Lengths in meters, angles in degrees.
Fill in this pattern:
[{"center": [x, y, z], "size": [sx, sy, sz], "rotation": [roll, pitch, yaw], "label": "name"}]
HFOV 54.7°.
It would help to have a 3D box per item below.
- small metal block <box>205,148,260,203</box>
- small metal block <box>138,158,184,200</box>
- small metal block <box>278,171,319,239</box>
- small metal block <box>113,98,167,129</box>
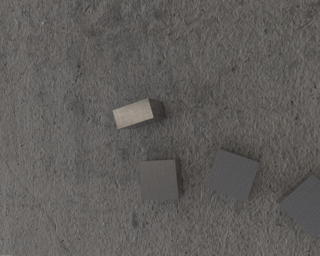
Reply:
[{"center": [0.089, 0.056, 0.377], "size": [0.050, 0.025, 0.050], "rotation": [19, 96, 19], "label": "small metal block"}, {"center": [0.002, 0.066, 0.408], "size": [0.050, 0.025, 0.050], "rotation": [-6, 88, 20], "label": "small metal block"}, {"center": [0.171, 0.085, 0.348], "size": [0.050, 0.025, 0.050], "rotation": [46, 104, 14], "label": "small metal block"}, {"center": [-0.025, -0.017, 0.404], "size": [0.050, 0.050, 0.025], "rotation": [-17, 84, 19], "label": "small metal block"}]
